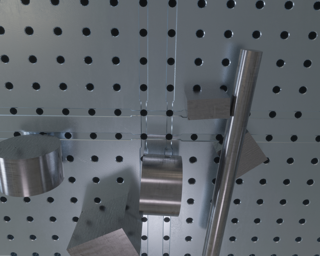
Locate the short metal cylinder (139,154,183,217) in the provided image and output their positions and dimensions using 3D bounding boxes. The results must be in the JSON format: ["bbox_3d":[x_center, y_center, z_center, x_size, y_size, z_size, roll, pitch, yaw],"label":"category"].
[{"bbox_3d":[0.001,0.075,0.412,0.050,0.080,0.079,4,110,-1],"label":"short metal cylinder"}]

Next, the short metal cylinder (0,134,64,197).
[{"bbox_3d":[-0.167,0.045,0.399,0.081,0.080,0.050,1,110,-1],"label":"short metal cylinder"}]

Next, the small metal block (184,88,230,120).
[{"bbox_3d":[0.058,-0.031,0.389,0.050,0.050,0.025,-3,110,1],"label":"small metal block"}]

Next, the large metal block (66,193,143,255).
[{"bbox_3d":[-0.073,0.148,0.438,0.080,0.080,0.050,-23,109,8],"label":"large metal block"}]

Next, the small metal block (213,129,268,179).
[{"bbox_3d":[0.110,0.033,0.426,0.050,0.025,0.050,-35,107,12],"label":"small metal block"}]

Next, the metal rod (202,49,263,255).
[{"bbox_3d":[0.090,0.050,0.405,0.025,0.025,0.298,5,111,-2],"label":"metal rod"}]
